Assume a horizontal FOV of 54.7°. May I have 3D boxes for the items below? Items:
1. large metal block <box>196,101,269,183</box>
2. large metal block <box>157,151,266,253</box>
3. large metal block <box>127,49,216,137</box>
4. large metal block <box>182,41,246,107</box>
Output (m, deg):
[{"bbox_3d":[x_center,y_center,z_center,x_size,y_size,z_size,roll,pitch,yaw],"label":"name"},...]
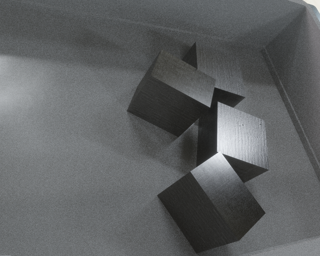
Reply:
[{"bbox_3d":[0.100,0.021,0.433,0.080,0.050,0.080,20,54,-17],"label":"large metal block"},{"bbox_3d":[0.054,0.085,0.349,0.050,0.080,0.080,-27,77,-37],"label":"large metal block"},{"bbox_3d":[0.014,-0.042,0.405,0.080,0.080,0.050,27,52,-12],"label":"large metal block"},{"bbox_3d":[0.080,-0.077,0.481,0.081,0.050,0.080,14,56,-21],"label":"large metal block"}]
